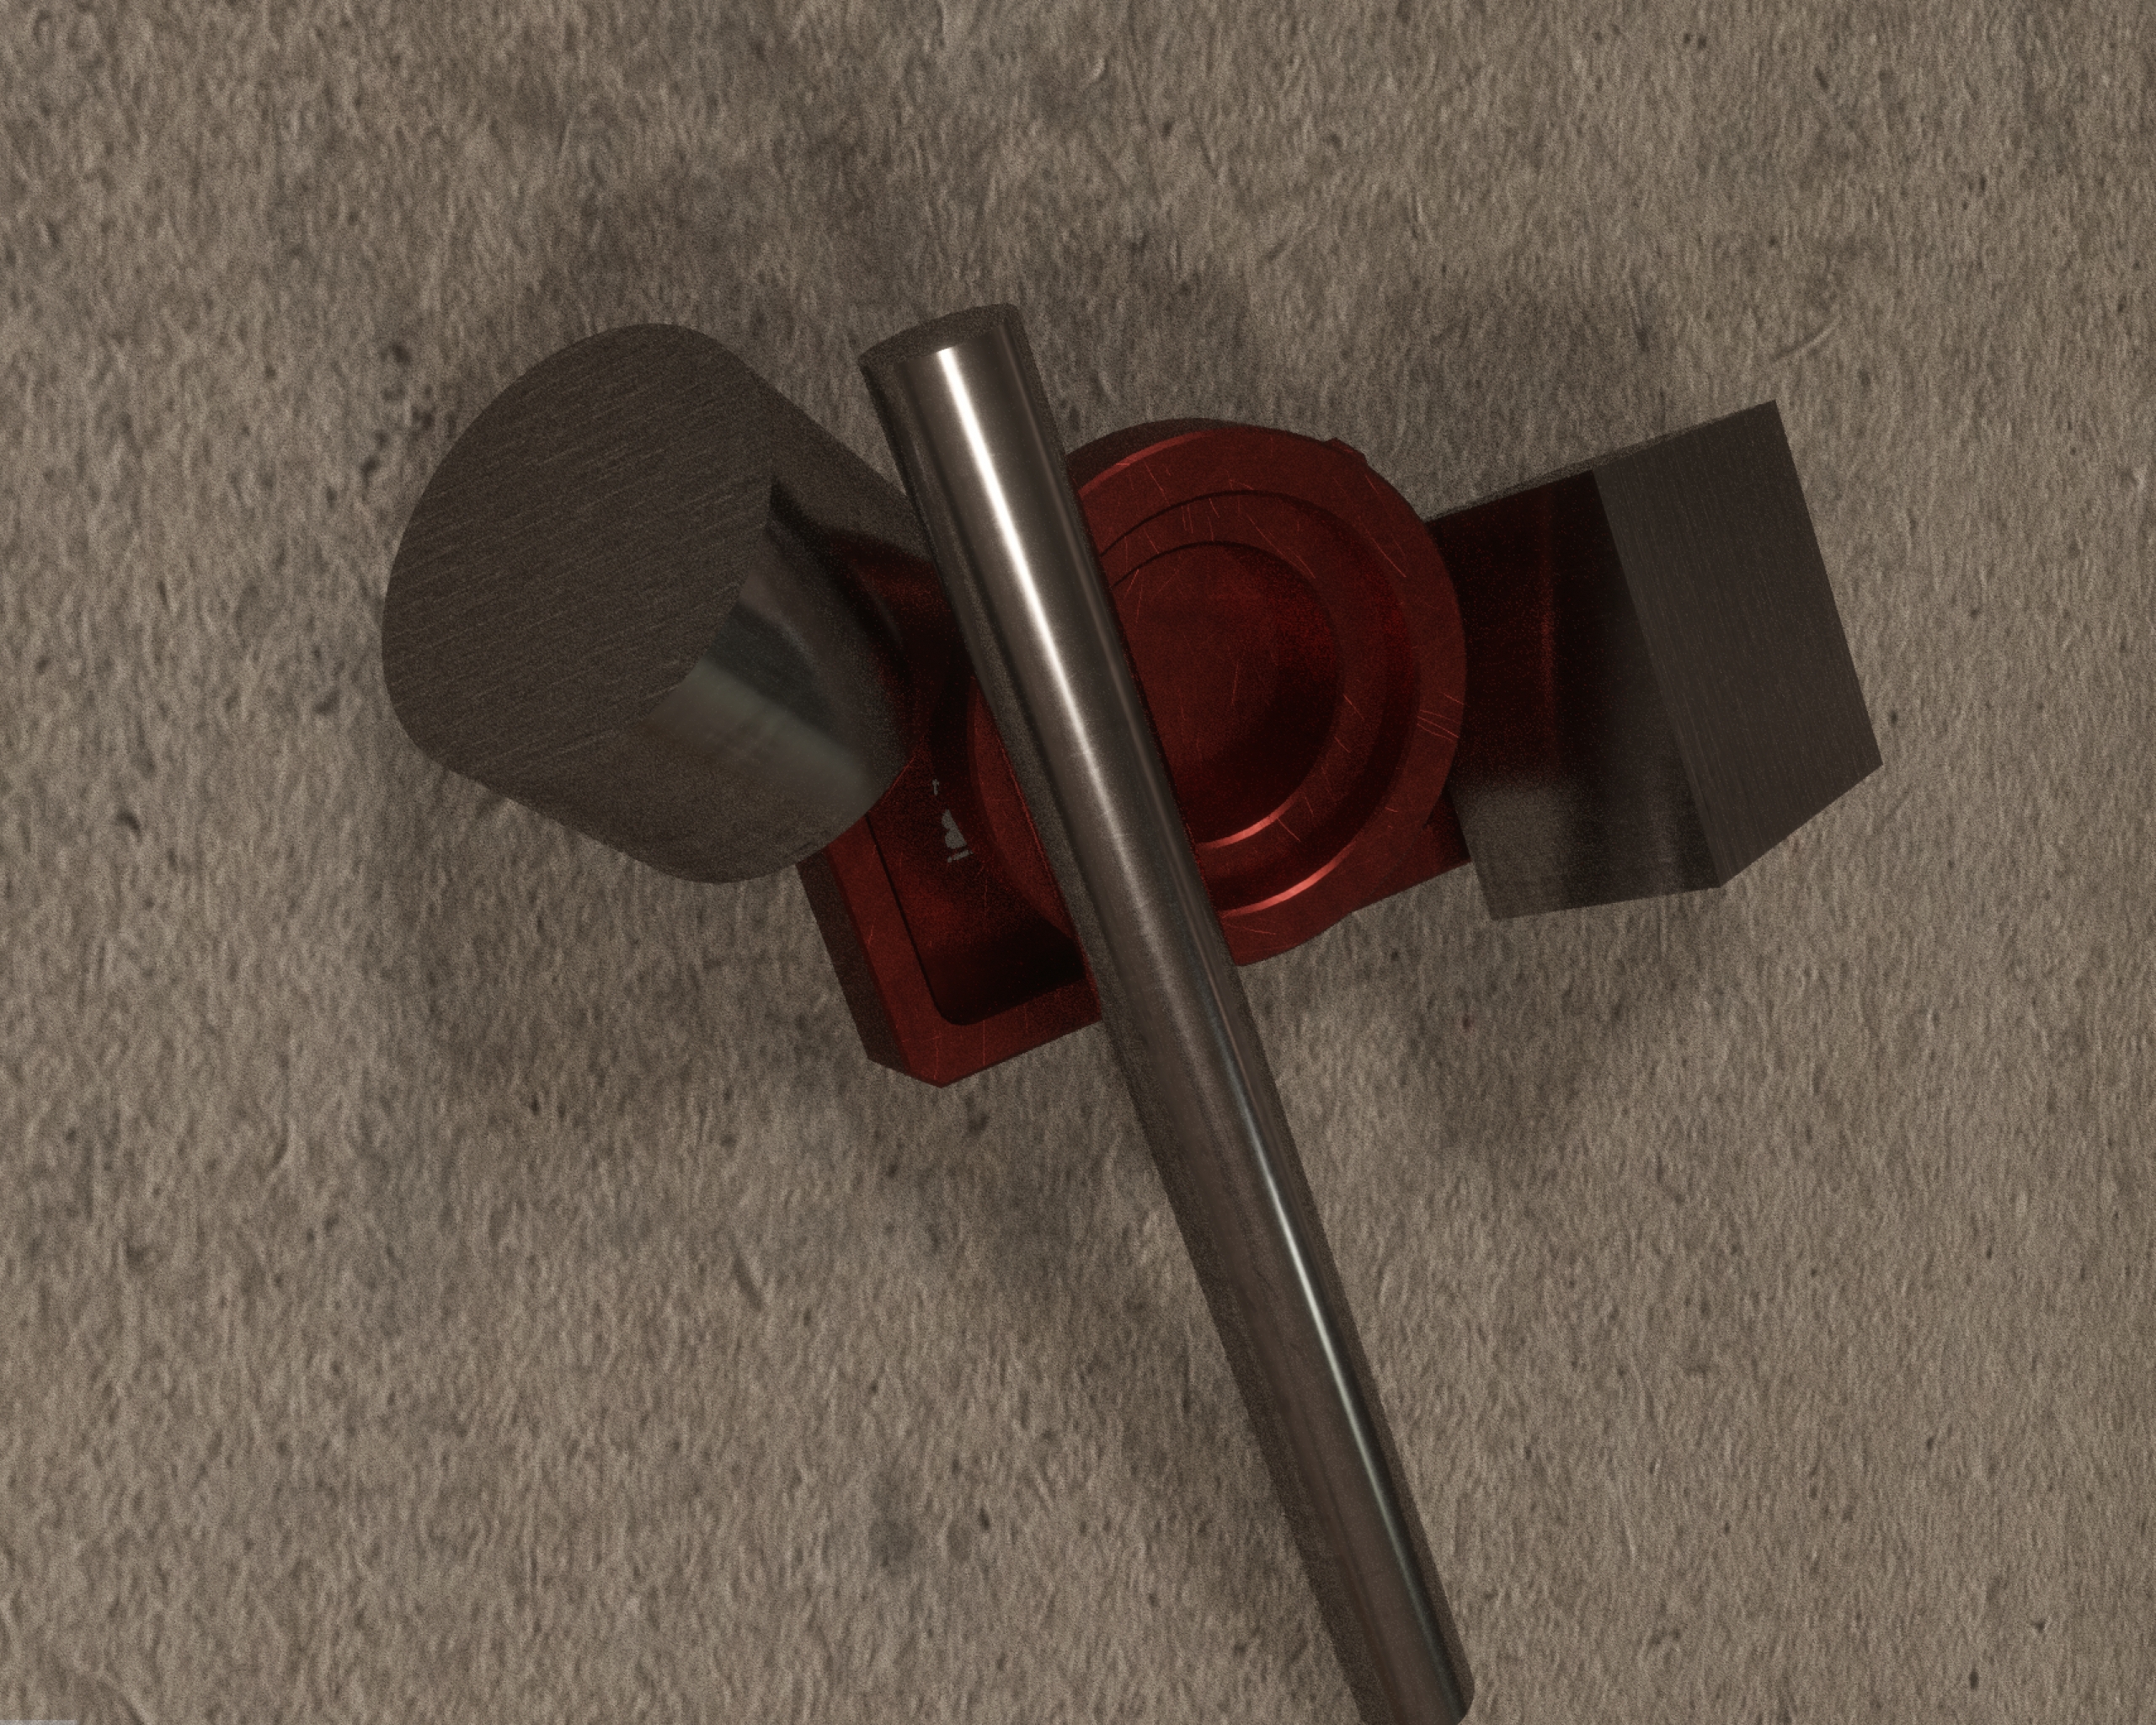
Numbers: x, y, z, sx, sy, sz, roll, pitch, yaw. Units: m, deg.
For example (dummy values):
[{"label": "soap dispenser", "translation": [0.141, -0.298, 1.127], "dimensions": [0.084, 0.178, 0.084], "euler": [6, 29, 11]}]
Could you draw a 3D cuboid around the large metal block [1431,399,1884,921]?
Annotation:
[{"label": "large metal block", "translation": [0.113, -0.042, 0.422], "dimensions": [0.081, 0.050, 0.080], "euler": [-26, 100, -45]}]

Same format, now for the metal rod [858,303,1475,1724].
[{"label": "metal rod", "translation": [0.025, 0.048, 0.374], "dimensions": [0.025, 0.025, 0.298], "euler": [-29, 117, -18]}]

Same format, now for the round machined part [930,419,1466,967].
[{"label": "round machined part", "translation": [0.018, -0.032, 0.383], "dimensions": [0.099, 0.042, 0.097], "euler": [-7, 108, -23]}]

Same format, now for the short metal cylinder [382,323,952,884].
[{"label": "short metal cylinder", "translation": [-0.068, -0.042, 0.350], "dimensions": [0.050, 0.080, 0.080], "euler": [34, 76, -54]}]

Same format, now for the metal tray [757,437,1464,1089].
[{"label": "metal tray", "translation": [0.008, -0.021, 0.411], "dimensions": [0.131, 0.030, 0.090], "euler": [-22, 98, -19]}]
